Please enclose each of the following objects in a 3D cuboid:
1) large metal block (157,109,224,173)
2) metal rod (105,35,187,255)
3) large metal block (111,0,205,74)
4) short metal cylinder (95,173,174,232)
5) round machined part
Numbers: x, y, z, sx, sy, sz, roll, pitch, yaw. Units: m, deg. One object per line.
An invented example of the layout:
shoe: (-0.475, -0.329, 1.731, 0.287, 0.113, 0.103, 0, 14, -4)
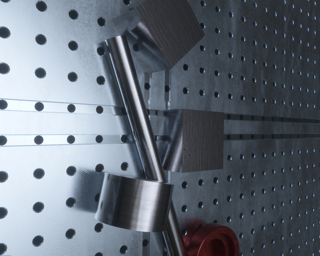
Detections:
large metal block: (0.043, 0.017, 0.429, 0.081, 0.050, 0.080, 2, 89, -40)
metal rod: (-0.014, 0.034, 0.397, 0.025, 0.025, 0.298, -25, 106, -37)
large metal block: (0.000, -0.127, 0.393, 0.080, 0.050, 0.080, -48, 119, -29)
short metal cylinder: (-0.028, 0.082, 0.350, 0.081, 0.080, 0.050, 17, 80, -39)
round machined part: (0.071, 0.190, 0.458, 0.099, 0.042, 0.097, 0, 90, -40)
